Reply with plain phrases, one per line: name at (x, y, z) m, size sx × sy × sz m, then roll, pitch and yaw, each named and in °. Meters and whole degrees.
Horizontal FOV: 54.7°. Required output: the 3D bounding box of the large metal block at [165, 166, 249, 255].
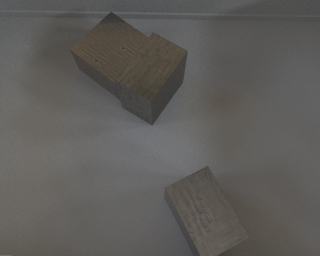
large metal block at (0.046, 0.097, 0.346) m, size 0.050 × 0.080 × 0.080 m, roll -25°, pitch 72°, yaw -9°

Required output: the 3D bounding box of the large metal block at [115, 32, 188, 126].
large metal block at (-0.010, -0.061, 0.403) m, size 0.050 × 0.080 × 0.080 m, roll 32°, pitch 73°, yaw 10°

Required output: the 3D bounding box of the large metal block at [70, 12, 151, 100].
large metal block at (-0.062, -0.100, 0.432) m, size 0.080 × 0.050 × 0.080 m, roll 38°, pitch 74°, yaw 12°
